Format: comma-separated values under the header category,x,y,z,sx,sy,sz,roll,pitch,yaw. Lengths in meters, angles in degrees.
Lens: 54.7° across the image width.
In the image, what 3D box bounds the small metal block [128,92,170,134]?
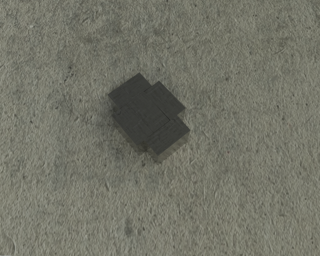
category,x,y,z,sx,sy,sz,roll,pitch,yaw
small metal block,-0.014,-0.011,0.399,0.025,0.050,0.050,-38,75,-13

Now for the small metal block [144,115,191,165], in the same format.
category,x,y,z,sx,sy,sz,roll,pitch,yaw
small metal block,0.009,0.017,0.389,0.050,0.050,0.025,-37,75,-13

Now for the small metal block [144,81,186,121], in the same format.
category,x,y,z,sx,sy,sz,roll,pitch,yaw
small metal block,0.006,-0.026,0.405,0.025,0.050,0.050,-39,75,-13

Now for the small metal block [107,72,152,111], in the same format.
category,x,y,z,sx,sy,sz,roll,pitch,yaw
small metal block,-0.038,-0.039,0.409,0.050,0.050,0.025,-37,75,-13

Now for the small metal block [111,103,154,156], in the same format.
category,x,y,z,sx,sy,sz,roll,pitch,yaw
small metal block,-0.033,0.004,0.394,0.025,0.050,0.050,-38,75,-13
